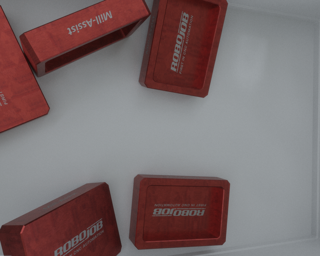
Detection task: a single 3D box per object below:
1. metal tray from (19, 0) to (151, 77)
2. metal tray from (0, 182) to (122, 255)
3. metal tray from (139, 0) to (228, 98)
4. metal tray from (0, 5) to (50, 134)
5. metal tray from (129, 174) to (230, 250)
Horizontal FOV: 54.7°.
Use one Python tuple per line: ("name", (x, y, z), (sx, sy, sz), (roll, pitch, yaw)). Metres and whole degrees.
("metal tray", (-0.083, -0.103, 0.345), (0.131, 0.090, 0.030), (-30, 100, -18))
("metal tray", (-0.096, 0.120, 0.330), (0.131, 0.030, 0.089), (-20, 99, -63))
("metal tray", (0.030, -0.111, 0.405), (0.091, 0.030, 0.129), (8, 100, -21))
("metal tray", (-0.190, -0.058, 0.338), (0.091, 0.030, 0.129), (-26, 99, -18))
("metal tray", (0.028, 0.111, 0.419), (0.131, 0.030, 0.089), (5, 88, -20))
